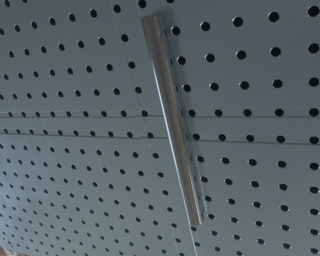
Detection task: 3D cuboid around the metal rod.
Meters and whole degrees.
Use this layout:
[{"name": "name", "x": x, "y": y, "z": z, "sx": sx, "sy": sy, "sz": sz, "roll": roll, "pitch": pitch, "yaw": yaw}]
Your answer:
[{"name": "metal rod", "x": 0.022, "y": 0.008, "z": 0.404, "sx": 0.025, "sy": 0.025, "sz": 0.298, "roll": 1, "pitch": 119, "yaw": 28}]
